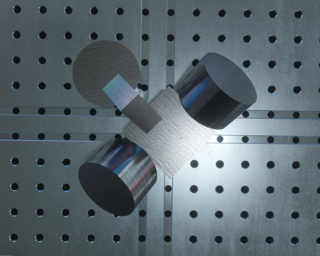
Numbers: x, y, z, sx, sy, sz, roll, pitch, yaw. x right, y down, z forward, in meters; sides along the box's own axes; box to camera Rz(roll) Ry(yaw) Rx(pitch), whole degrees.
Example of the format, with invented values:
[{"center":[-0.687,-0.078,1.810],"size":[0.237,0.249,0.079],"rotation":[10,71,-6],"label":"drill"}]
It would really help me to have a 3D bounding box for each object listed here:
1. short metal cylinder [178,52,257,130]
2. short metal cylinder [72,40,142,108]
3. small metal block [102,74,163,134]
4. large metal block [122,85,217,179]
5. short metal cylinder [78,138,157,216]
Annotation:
[{"center":[0.069,-0.045,0.376],"size":[0.080,0.080,0.050],"rotation":[43,129,0],"label":"short metal cylinder"},{"center":[-0.065,-0.066,0.397],"size":[0.081,0.050,0.079],"rotation":[0,90,0],"label":"short metal cylinder"},{"center":[-0.031,-0.027,0.347],"size":[0.025,0.050,0.050],"rotation":[-45,47,2],"label":"small metal block"},{"center":[0.012,0.005,0.395],"size":[0.080,0.050,0.080],"rotation":[44,90,0],"label":"large metal block"},{"center":[-0.051,0.059,0.376],"size":[0.080,0.050,0.079],"rotation":[18,130,23],"label":"short metal cylinder"}]
